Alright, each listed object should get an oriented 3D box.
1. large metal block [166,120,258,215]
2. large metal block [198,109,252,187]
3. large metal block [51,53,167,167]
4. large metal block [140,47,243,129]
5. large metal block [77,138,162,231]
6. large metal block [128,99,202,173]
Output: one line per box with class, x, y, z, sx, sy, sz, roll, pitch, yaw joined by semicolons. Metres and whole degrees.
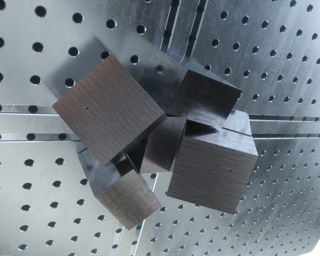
large metal block;0.059;0.044;0.364;0.080;0.050;0.079;15;114;2
large metal block;0.085;0.022;0.424;0.050;0.080;0.079;17;114;6
large metal block;-0.050;-0.017;0.329;0.080;0.080;0.050;-42;174;0
large metal block;0.033;-0.047;0.364;0.081;0.080;0.050;14;111;-34
large metal block;-0.051;0.066;0.386;0.050;0.080;0.080;-35;130;-6
large metal block;0.009;0.010;0.405;0.081;0.050;0.079;1;118;-29
